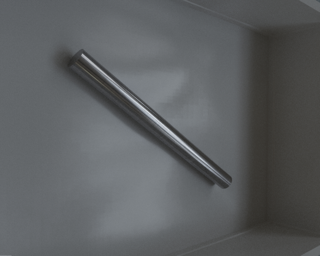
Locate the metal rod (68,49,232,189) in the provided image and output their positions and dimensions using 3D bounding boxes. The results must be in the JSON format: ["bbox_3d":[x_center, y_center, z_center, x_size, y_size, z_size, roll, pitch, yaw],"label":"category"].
[{"bbox_3d":[0.007,0.005,0.412,0.301,0.025,0.025,40,66,-33],"label":"metal rod"}]
